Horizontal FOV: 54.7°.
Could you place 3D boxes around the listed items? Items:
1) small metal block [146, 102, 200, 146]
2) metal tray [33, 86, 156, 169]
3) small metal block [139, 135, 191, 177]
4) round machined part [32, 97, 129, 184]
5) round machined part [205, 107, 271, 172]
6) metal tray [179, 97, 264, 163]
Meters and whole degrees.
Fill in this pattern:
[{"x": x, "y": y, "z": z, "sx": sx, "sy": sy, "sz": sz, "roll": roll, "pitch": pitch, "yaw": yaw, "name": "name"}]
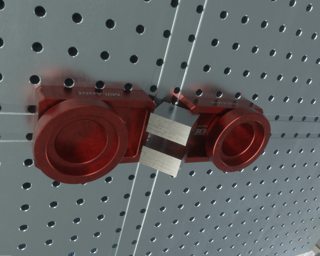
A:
[{"x": 0.017, "y": -0.007, "z": 0.382, "sx": 0.050, "sy": 0.050, "sz": 0.025, "roll": 20, "pitch": 115, "yaw": 11, "name": "small metal block"}, {"x": -0.078, "y": 0.000, "z": 0.367, "sx": 0.131, "sy": 0.030, "sz": 0.089, "roll": -1, "pitch": 121, "yaw": -28, "name": "metal tray"}, {"x": 0.007, "y": 0.032, "z": 0.400, "sx": 0.050, "sy": 0.050, "sz": 0.025, "roll": 20, "pitch": 115, "yaw": 11, "name": "small metal block"}, {"x": -0.088, "y": 0.010, "z": 0.342, "sx": 0.099, "sy": 0.042, "sz": 0.097, "roll": -14, "pitch": 124, "yaw": -21, "name": "round machined part"}, {"x": 0.108, "y": 0.013, "z": 0.450, "sx": 0.099, "sy": 0.042, "sz": 0.097, "roll": -14, "pitch": 124, "yaw": -21, "name": "round machined part"}, {"x": 0.081, "y": 0.004, "z": 0.455, "sx": 0.131, "sy": 0.030, "sz": 0.089, "roll": 0, "pitch": 118, "yaw": -29, "name": "metal tray"}]
